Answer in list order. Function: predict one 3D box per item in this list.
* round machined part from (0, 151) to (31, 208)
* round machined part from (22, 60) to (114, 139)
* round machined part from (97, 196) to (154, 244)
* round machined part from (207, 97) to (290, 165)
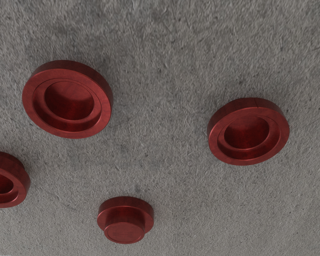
[{"bbox_3d":[-0.240,0.072,0.455,0.099,0.042,0.097,0,130,0],"label":"round machined part"},{"bbox_3d":[-0.104,-0.037,0.364,0.099,0.042,0.097,0,130,0],"label":"round machined part"},{"bbox_3d":[-0.060,0.165,0.536,0.099,0.042,0.097,0,130,0],"label":"round machined part"},{"bbox_3d":[0.109,0.000,0.397,0.099,0.042,0.097,0,130,0],"label":"round machined part"}]
